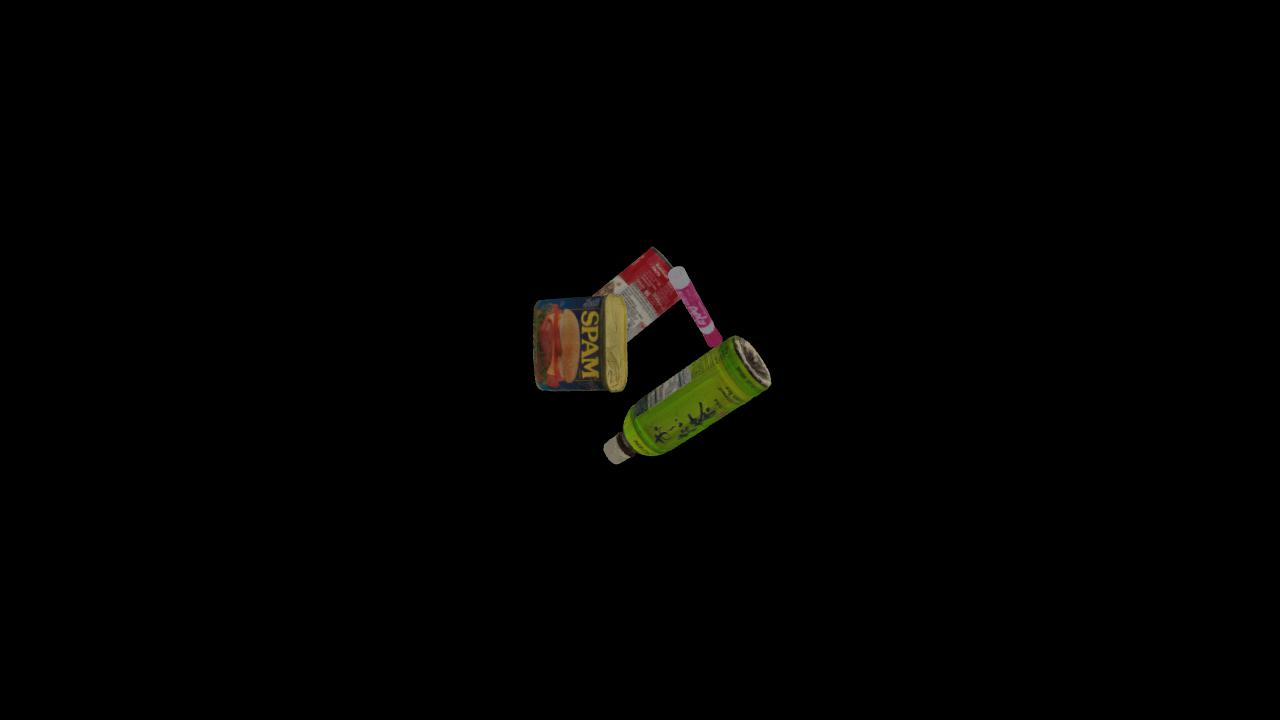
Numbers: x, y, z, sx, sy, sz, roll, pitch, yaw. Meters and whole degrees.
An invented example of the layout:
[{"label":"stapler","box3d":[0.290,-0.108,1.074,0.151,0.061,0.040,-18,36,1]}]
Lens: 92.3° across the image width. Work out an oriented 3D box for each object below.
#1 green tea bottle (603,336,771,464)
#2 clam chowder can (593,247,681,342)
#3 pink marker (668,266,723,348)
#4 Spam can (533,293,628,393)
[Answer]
[{"label":"green tea bottle","box3d":[0.044,0.055,0.696,0.212,0.073,0.073,-34,-16,25]},{"label":"clam chowder can","box3d":[-0.005,-0.069,0.693,0.102,0.068,0.068,-40,1,-1]},{"label":"pink marker","box3d":[0.061,-0.052,0.652,0.020,0.020,0.121,0,-34,31]},{"label":"Spam can","box3d":[-0.062,-0.017,0.644,0.085,0.101,0.058,-1,-2,21]}]
